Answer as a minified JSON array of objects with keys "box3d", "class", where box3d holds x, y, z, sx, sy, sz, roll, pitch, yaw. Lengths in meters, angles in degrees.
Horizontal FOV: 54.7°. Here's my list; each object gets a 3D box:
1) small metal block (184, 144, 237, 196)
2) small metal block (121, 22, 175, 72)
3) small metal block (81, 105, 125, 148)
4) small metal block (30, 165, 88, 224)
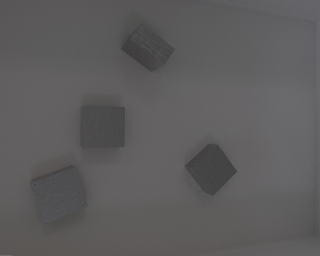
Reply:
[{"box3d":[0.072,0.058,0.437,0.050,0.025,0.050,-41,103,-15],"class":"small metal block"},{"box3d":[-0.016,-0.100,0.391,0.050,0.050,0.025,35,79,-17],"class":"small metal block"},{"box3d":[-0.071,-0.002,0.384,0.050,0.025,0.050,1,90,-20],"class":"small metal block"},{"box3d":[-0.119,0.077,0.367,0.050,0.025,0.050,-20,97,-19],"class":"small metal block"}]
